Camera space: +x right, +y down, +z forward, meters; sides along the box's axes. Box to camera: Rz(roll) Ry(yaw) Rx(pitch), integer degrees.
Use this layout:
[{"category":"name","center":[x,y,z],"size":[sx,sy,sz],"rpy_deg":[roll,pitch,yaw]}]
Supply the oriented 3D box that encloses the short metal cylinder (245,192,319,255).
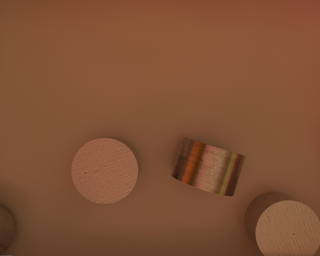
[{"category":"short metal cylinder","center":[0.156,0.127,0.400],"size":[0.081,0.050,0.080],"rpy_deg":[0,90,0]}]

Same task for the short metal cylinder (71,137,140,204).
[{"category":"short metal cylinder","center":[-0.067,0.052,0.398],"size":[0.081,0.050,0.080],"rpy_deg":[0,90,0]}]

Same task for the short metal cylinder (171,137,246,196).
[{"category":"short metal cylinder","center":[0.059,0.046,0.384],"size":[0.080,0.080,0.050],"rpy_deg":[17,90,0]}]

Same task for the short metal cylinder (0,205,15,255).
[{"category":"short metal cylinder","center":[-0.232,0.129,0.384],"size":[0.081,0.050,0.080],"rpy_deg":[0,68,-1]}]
